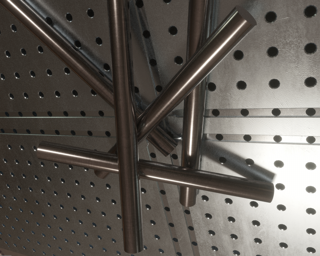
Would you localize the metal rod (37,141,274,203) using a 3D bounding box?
[{"bbox_3d":[-0.009,0.055,0.399,0.302,0.025,0.025,10,124,4],"label":"metal rod"}]

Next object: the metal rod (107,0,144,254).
[{"bbox_3d":[-0.040,0.004,0.368,0.025,0.025,0.298,1,99,27],"label":"metal rod"}]

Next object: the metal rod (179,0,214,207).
[{"bbox_3d":[0.041,-0.020,0.376,0.025,0.025,0.298,13,124,20],"label":"metal rod"}]

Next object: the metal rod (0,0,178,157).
[{"bbox_3d":[-0.094,-0.072,0.414,0.300,0.025,0.025,43,129,-2],"label":"metal rod"}]

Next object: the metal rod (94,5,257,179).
[{"bbox_3d":[-0.005,-0.018,0.368,0.025,0.025,0.298,43,129,-2],"label":"metal rod"}]
